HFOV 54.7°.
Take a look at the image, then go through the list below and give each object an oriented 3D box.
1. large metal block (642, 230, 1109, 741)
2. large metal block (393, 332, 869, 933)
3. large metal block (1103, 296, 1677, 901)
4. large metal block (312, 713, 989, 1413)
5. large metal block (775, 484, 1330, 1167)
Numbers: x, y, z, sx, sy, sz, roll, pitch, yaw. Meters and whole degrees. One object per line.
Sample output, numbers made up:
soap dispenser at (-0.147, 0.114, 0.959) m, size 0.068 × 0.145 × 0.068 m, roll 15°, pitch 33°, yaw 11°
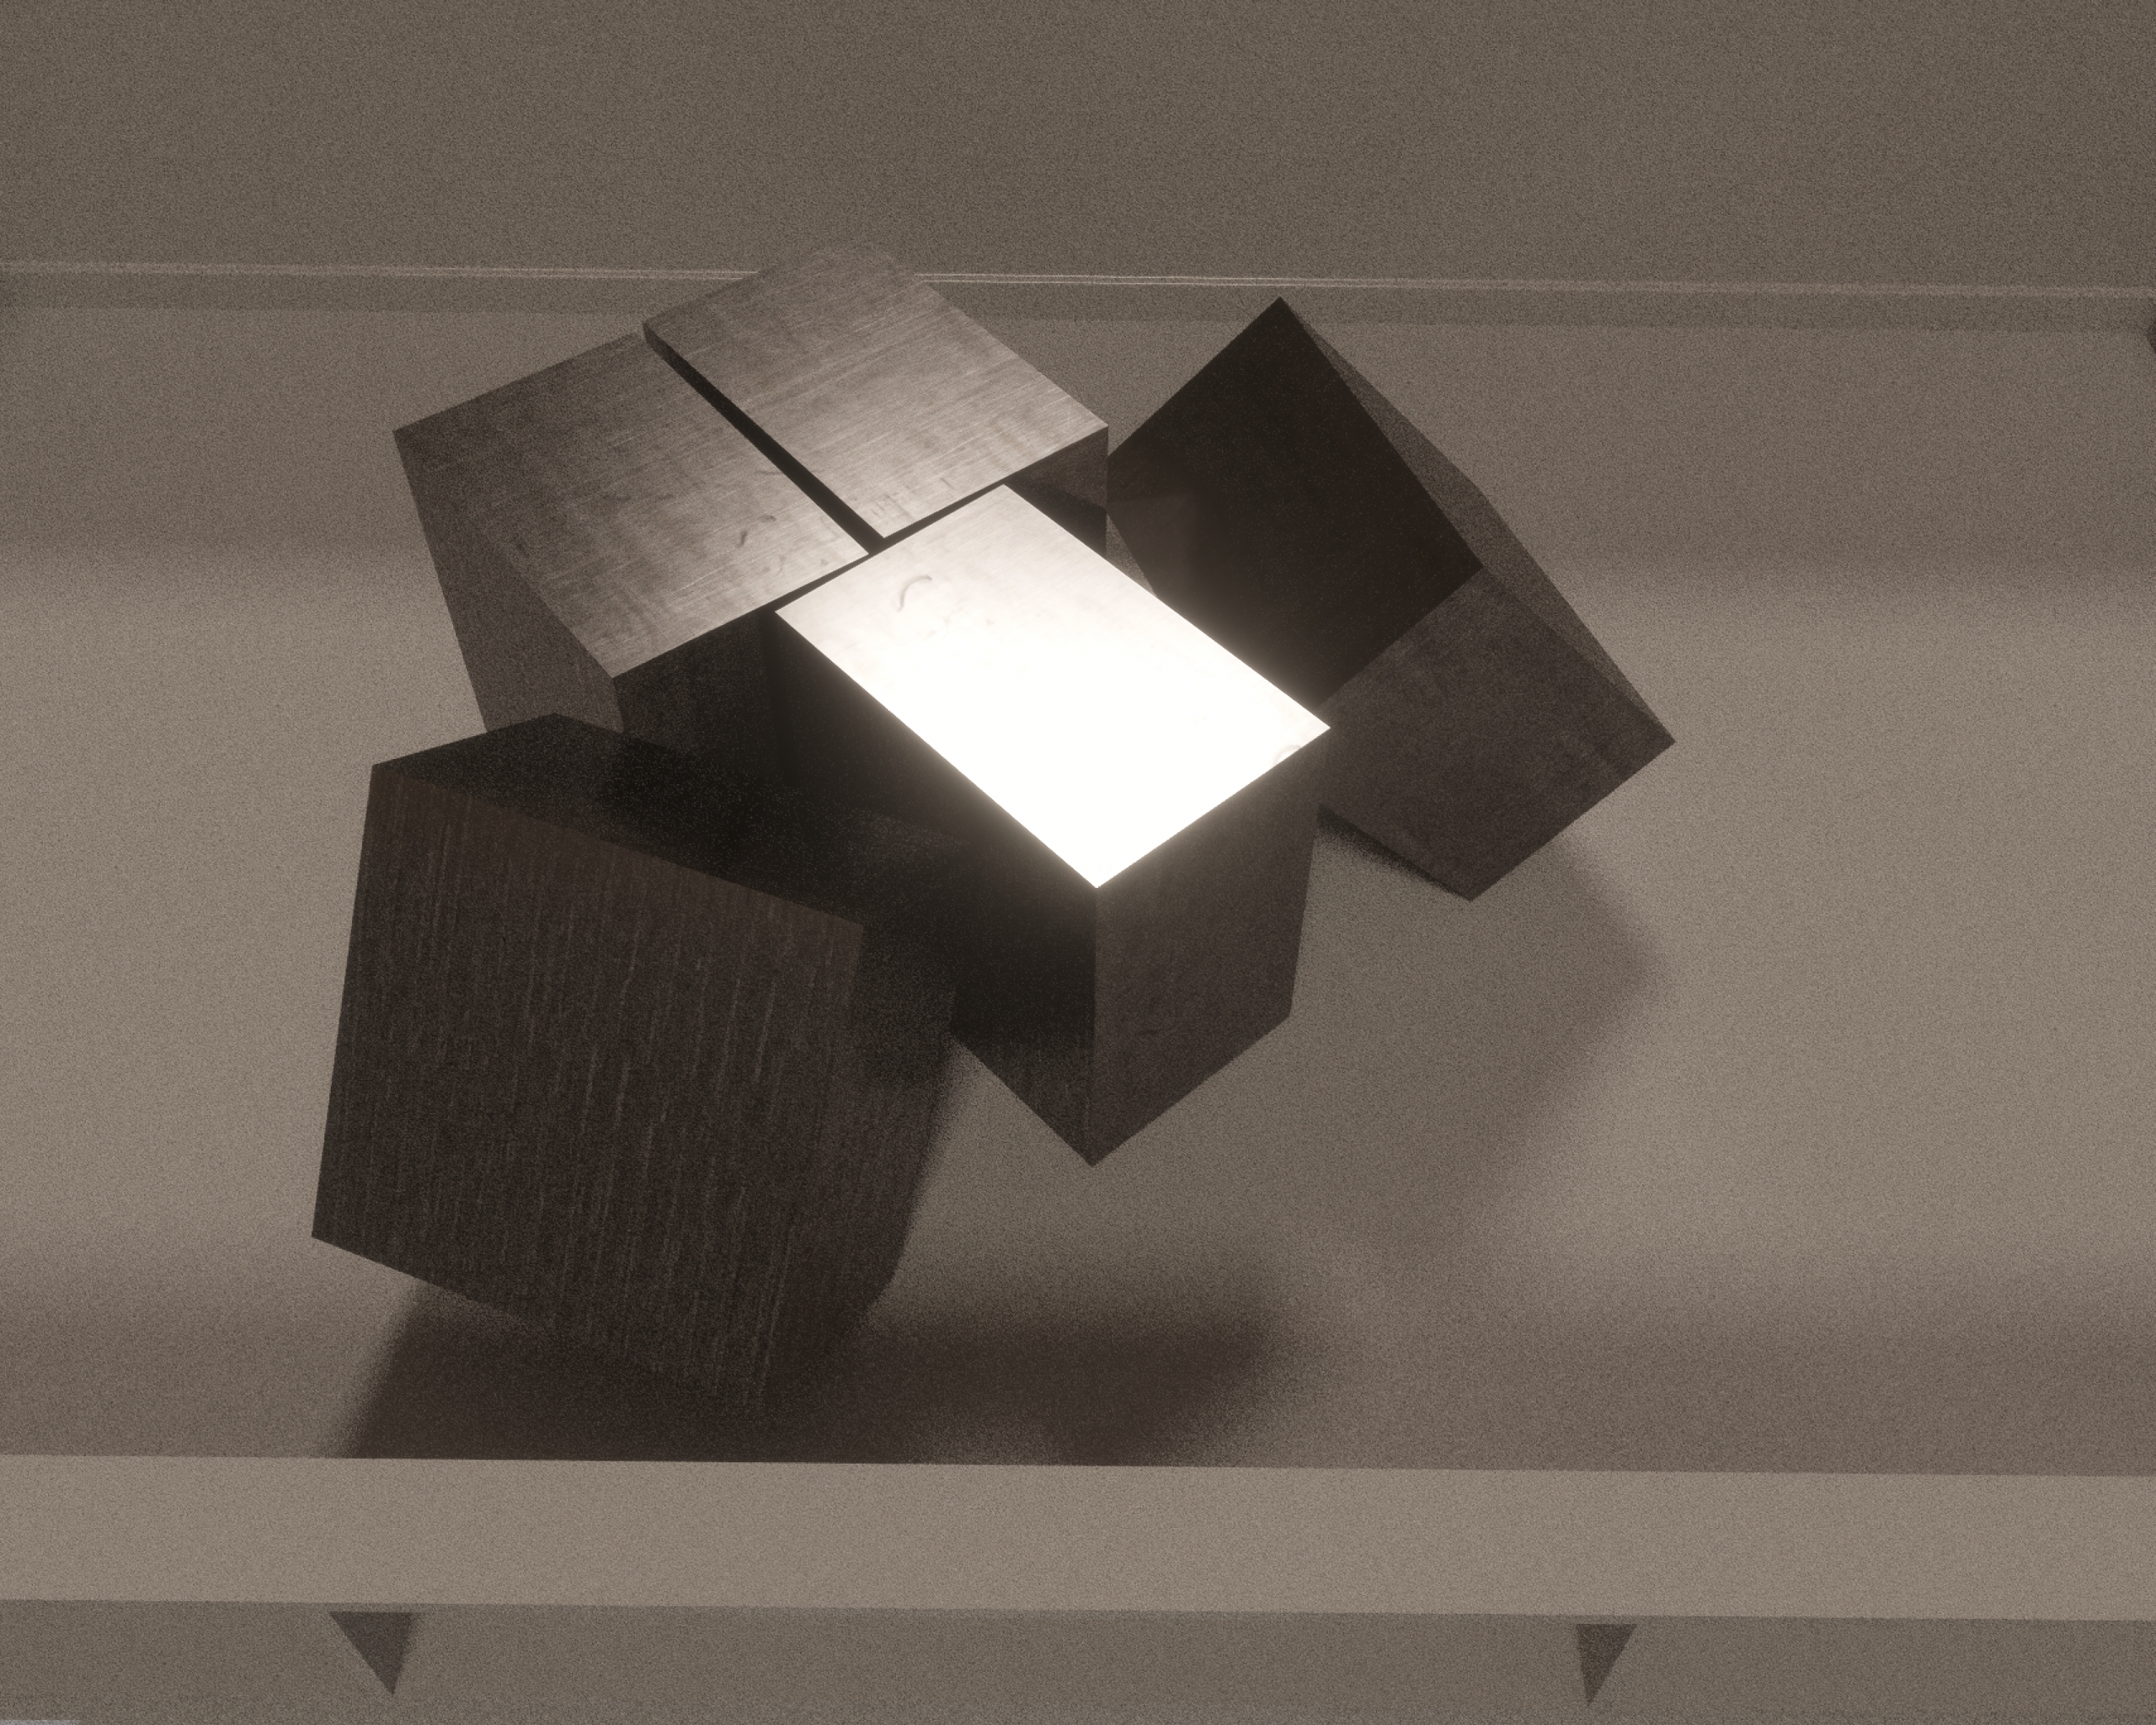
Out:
large metal block at (-0.039, -0.067, 0.423) m, size 0.050 × 0.080 × 0.080 m, roll -32°, pitch 57°, yaw -24°
large metal block at (-0.081, -0.041, 0.401) m, size 0.050 × 0.080 × 0.080 m, roll -31°, pitch 57°, yaw -23°
large metal block at (0.058, -0.049, 0.401) m, size 0.050 × 0.080 × 0.080 m, roll -41°, pitch 51°, yaw 18°
large metal block at (-0.068, 0.029, 0.334) m, size 0.080 × 0.079 × 0.050 m, roll 17°, pitch 17°, yaw 13°
large metal block at (-0.005, -0.006, 0.372) m, size 0.050 × 0.080 × 0.080 m, roll -34°, pitch 58°, yaw -25°
